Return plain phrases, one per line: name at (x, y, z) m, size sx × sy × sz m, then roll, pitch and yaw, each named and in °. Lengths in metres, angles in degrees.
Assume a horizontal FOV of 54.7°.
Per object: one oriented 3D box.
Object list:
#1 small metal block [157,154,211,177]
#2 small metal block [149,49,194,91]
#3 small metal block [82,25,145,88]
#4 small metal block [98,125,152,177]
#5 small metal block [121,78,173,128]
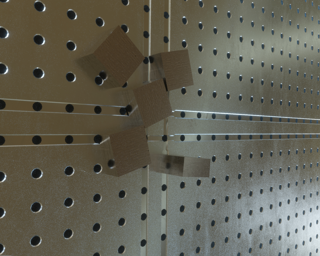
small metal block at (0.032, 0.051, 0.422) m, size 0.050 × 0.050 × 0.025 m, roll 9°, pitch 85°, yaw -40°
small metal block at (0.016, -0.079, 0.425) m, size 0.050 × 0.025 × 0.050 m, roll -19°, pitch 102°, yaw -39°
small metal block at (-0.053, -0.083, 0.366) m, size 0.050 × 0.025 × 0.050 m, roll 49°, pitch 61°, yaw -29°
small metal block at (-0.042, 0.026, 0.376) m, size 0.050 × 0.025 × 0.050 m, roll -18°, pitch 102°, yaw -39°
small metal block at (-0.016, -0.032, 0.398) m, size 0.050 × 0.025 × 0.050 m, roll -28°, pitch 108°, yaw -37°
